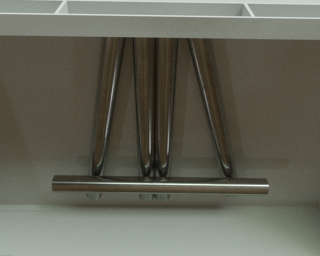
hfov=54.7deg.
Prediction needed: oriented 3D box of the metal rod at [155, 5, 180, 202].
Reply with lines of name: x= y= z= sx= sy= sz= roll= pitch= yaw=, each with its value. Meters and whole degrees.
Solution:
metal rod: x=0.006 y=-0.004 z=0.404 sx=0.025 sy=0.025 sz=0.298 roll=0 pitch=130 yaw=-1

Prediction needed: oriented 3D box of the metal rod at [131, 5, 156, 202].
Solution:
metal rod: x=-0.019 y=-0.004 z=0.404 sx=0.025 sy=0.025 sz=0.298 roll=1 pitch=130 yaw=-1

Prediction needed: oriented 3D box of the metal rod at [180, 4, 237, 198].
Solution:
metal rod: x=0.074 y=-0.009 z=0.401 sx=0.025 sy=0.025 sz=0.299 roll=-12 pitch=129 yaw=10

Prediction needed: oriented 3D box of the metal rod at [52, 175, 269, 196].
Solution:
metal rod: x=0.001 y=0.082 z=0.443 sx=0.302 sy=0.025 sz=0.025 roll=1 pitch=130 yaw=-1

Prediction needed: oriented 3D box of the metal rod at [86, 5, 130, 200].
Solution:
metal rod: x=-0.074 y=-0.006 z=0.402 sx=0.025 sy=0.025 sz=0.298 roll=9 pitch=130 yaw=-8
